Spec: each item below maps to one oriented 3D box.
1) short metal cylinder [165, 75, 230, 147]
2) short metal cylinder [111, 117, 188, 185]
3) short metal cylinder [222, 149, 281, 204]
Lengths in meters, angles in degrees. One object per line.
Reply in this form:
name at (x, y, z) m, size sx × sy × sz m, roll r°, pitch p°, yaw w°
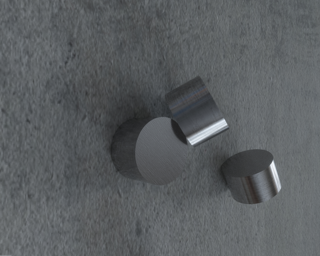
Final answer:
short metal cylinder at (0.048, -0.021, 0.403) m, size 0.050 × 0.080 × 0.080 m, roll -29°, pitch 116°, yaw 9°
short metal cylinder at (-0.012, 0.027, 0.380) m, size 0.081 × 0.050 × 0.079 m, roll 0°, pitch 90°, yaw -40°
short metal cylinder at (0.146, 0.076, 0.494) m, size 0.081 × 0.080 × 0.050 m, roll -35°, pitch 112°, yaw -35°
